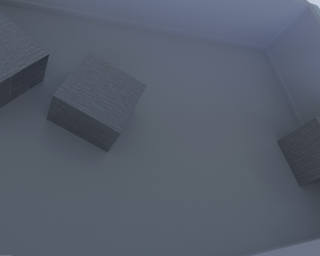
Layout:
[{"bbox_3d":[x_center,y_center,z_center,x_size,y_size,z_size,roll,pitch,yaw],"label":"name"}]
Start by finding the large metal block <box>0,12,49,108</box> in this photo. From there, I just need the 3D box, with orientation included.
[{"bbox_3d":[-0.183,-0.073,0.335,0.080,0.050,0.080,41,51,0],"label":"large metal block"}]

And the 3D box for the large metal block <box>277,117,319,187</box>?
[{"bbox_3d":[0.244,0.036,0.479,0.050,0.080,0.080,-5,65,-31],"label":"large metal block"}]

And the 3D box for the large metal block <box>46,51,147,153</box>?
[{"bbox_3d":[-0.074,-0.031,0.369,0.080,0.050,0.080,30,52,-9],"label":"large metal block"}]
